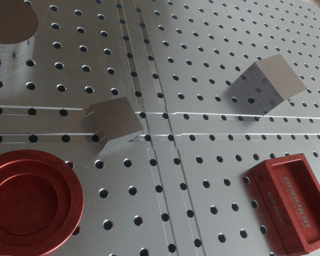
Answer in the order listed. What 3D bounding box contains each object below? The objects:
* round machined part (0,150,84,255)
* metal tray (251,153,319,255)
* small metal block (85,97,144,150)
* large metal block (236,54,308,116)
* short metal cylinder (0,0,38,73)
[{"bbox_3d":[-0.125,0.073,0.286,0.099,0.042,0.098,14,56,-21],"label":"round machined part"},{"bbox_3d":[0.197,0.105,0.446,0.091,0.030,0.130,-5,64,-31],"label":"metal tray"},{"bbox_3d":[-0.056,-0.007,0.382,0.050,0.025,0.050,-18,71,-35],"label":"small metal block"},{"bbox_3d":[0.197,-0.077,0.545,0.081,0.050,0.080,-23,74,-36],"label":"large metal block"},{"bbox_3d":[-0.187,-0.111,0.359,0.081,0.050,0.080,14,56,-21],"label":"short metal cylinder"}]
